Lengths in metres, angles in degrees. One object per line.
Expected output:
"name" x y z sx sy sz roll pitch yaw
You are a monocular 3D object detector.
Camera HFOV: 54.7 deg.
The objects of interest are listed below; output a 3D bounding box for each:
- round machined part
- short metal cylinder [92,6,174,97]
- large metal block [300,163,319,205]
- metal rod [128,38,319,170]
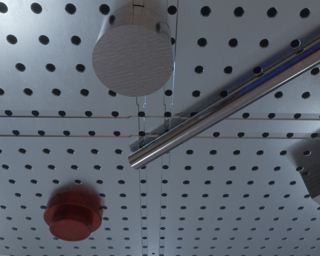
"round machined part" -0.151 0.160 0.534 0.099 0.042 0.097 -1 130 0
"short metal cylinder" -0.027 -0.080 0.327 0.081 0.050 0.079 -1 130 0
"large metal block" 0.280 0.086 0.473 0.080 0.050 0.080 35 122 -26
"metal rod" 0.078 -0.023 0.393 0.300 0.025 0.025 -32 124 24
